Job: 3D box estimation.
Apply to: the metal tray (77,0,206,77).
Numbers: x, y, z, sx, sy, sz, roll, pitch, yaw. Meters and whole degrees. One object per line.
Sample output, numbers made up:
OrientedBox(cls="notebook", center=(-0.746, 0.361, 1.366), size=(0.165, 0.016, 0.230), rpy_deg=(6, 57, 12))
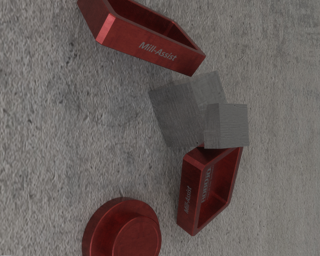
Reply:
OrientedBox(cls="metal tray", center=(-0.019, -0.110, 0.349), size=(0.131, 0.090, 0.030), rpy_deg=(11, 127, -39))

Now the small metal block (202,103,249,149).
OrientedBox(cls="small metal block", center=(0.077, -0.002, 0.361), size=(0.050, 0.025, 0.050), rpy_deg=(-1, 88, -39))

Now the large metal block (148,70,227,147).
OrientedBox(cls="large metal block", center=(0.040, -0.022, 0.399), size=(0.050, 0.080, 0.080), rpy_deg=(-28, 105, -36))

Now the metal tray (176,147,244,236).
OrientedBox(cls="metal tray", center=(0.067, 0.075, 0.422), size=(0.091, 0.030, 0.129), rpy_deg=(-28, 134, -36))

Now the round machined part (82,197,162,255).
OrientedBox(cls="round machined part", center=(-0.037, 0.134, 0.363), size=(0.099, 0.042, 0.097), rpy_deg=(0, 90, -40))
